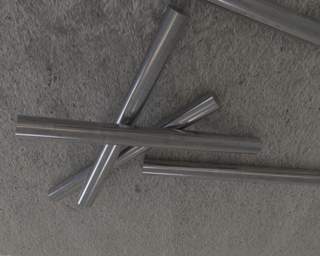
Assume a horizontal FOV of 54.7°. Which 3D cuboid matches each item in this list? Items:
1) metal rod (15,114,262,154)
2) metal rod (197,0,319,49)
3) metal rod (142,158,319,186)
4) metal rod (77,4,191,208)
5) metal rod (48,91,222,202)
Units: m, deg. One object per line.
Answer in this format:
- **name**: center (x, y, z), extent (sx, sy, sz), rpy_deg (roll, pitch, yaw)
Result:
- **metal rod**: center (-0.007, 0.011, 0.373), extent (0.302, 0.025, 0.025), rpy_deg (5, 131, -22)
- **metal rod**: center (0.040, -0.134, 0.293), extent (0.302, 0.025, 0.025), rpy_deg (16, 128, -13)
- **metal rod**: center (0.125, 0.068, 0.465), extent (0.302, 0.025, 0.025), rpy_deg (4, 130, -4)
- **metal rod**: center (-0.045, -0.005, 0.382), extent (0.025, 0.025, 0.298), rpy_deg (20, 121, -17)
- **metal rod**: center (-0.050, 0.035, 0.436), extent (0.300, 0.025, 0.025), rpy_deg (-31, 124, 23)
